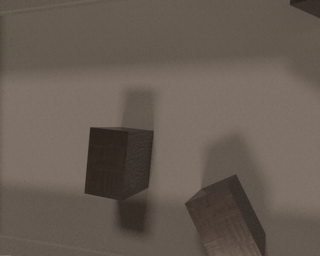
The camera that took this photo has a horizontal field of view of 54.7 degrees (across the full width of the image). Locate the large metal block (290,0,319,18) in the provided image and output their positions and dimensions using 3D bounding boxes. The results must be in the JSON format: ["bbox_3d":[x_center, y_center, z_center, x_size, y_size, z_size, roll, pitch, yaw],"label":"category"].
[{"bbox_3d":[0.188,-0.143,0.299,0.080,0.081,0.050,7,93,56],"label":"large metal block"}]

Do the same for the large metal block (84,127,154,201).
[{"bbox_3d":[-0.049,0.041,0.398,0.050,0.080,0.079,6,92,19],"label":"large metal block"}]

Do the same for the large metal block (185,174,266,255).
[{"bbox_3d":[0.078,0.105,0.354,0.050,0.080,0.080,-28,81,18],"label":"large metal block"}]
